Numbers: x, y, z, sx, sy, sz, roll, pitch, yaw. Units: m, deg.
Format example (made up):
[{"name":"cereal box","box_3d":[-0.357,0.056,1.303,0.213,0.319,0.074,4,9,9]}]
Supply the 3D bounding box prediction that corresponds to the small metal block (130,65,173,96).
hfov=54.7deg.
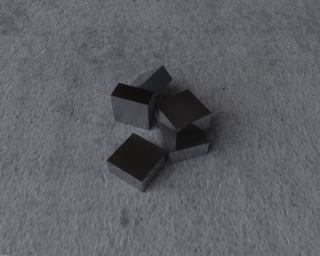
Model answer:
[{"name":"small metal block","box_3d":[-0.018,-0.059,0.435,0.050,0.025,0.050,-10,31,51]}]

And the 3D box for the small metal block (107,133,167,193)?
[{"name":"small metal block","box_3d":[-0.026,0.040,0.369,0.050,0.025,0.050,28,55,21]}]

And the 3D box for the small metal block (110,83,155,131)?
[{"name":"small metal block","box_3d":[-0.034,-0.028,0.410,0.050,0.050,0.025,15,52,12]}]

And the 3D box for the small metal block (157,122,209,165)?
[{"name":"small metal block","box_3d":[0.028,0.013,0.392,0.050,0.025,0.050,-13,51,-11]}]

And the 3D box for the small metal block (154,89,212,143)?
[{"name":"small metal block","box_3d":[0.028,-0.016,0.385,0.050,0.025,0.050,-25,54,-20]}]
